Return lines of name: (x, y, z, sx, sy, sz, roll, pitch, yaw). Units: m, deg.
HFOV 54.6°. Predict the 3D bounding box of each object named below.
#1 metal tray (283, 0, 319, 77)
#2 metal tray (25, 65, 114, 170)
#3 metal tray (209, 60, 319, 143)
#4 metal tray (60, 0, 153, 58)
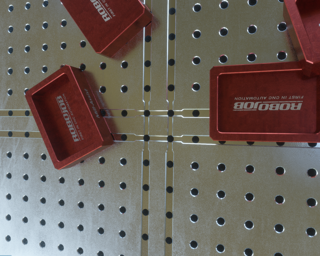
metal tray: (0.205, -0.114, 0.317, 0.130, 0.030, 0.090, -14, 67, 15)
metal tray: (-0.135, -0.015, 0.458, 0.090, 0.030, 0.130, -28, 81, 17)
metal tray: (0.126, -0.029, 0.365, 0.130, 0.030, 0.090, 0, 90, 20)
metal tray: (-0.083, -0.178, 0.440, 0.090, 0.030, 0.130, -38, 78, 16)
